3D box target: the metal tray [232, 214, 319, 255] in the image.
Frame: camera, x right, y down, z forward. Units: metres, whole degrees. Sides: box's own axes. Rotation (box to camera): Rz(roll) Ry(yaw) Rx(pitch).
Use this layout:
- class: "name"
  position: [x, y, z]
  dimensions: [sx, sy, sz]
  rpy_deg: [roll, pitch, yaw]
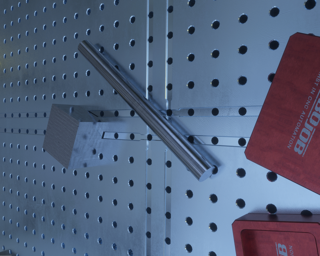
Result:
- class: "metal tray"
  position: [0.126, 0.153, 0.301]
  dimensions: [0.090, 0.030, 0.129]
  rpy_deg: [-12, 82, 39]

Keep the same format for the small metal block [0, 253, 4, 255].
- class: "small metal block"
  position: [-0.378, 0.326, 0.722]
  dimensions: [0.050, 0.025, 0.050]
  rpy_deg: [1, 91, 40]

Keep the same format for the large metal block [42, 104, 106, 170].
- class: "large metal block"
  position: [-0.143, 0.012, 0.512]
  dimensions: [0.080, 0.050, 0.079]
  rpy_deg: [28, 108, 36]

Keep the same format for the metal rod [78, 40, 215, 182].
- class: "metal rod"
  position: [-0.034, -0.040, 0.437]
  dimensions: [0.300, 0.025, 0.025]
  rpy_deg: [46, 118, 30]

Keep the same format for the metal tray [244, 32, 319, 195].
- class: "metal tray"
  position: [0.145, -0.013, 0.287]
  dimensions: [0.090, 0.030, 0.129]
  rpy_deg: [28, 107, 36]
